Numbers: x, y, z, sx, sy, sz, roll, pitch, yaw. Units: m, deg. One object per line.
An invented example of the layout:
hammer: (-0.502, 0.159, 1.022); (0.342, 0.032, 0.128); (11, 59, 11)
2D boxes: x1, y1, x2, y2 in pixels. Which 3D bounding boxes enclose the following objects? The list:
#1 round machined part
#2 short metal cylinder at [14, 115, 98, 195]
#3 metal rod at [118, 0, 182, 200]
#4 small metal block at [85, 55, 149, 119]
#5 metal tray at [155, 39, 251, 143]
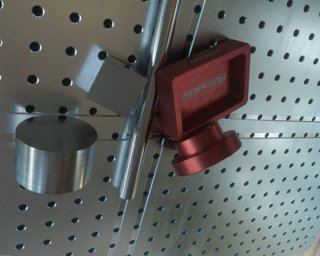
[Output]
round machined part: (0.058, 0.025, 0.426); (0.099, 0.098, 0.042); (-28, 91, -11)
short metal cylinder: (-0.111, 0.026, 0.332); (0.081, 0.080, 0.050); (-1, 119, -29)
metal rod: (-0.015, -0.036, 0.382); (0.025, 0.025, 0.298); (-1, 119, -29)
small metal block: (-0.048, -0.046, 0.346); (0.050, 0.025, 0.050); (27, 105, -14)
metal tray: (0.059, -0.049, 0.393); (0.131, 0.030, 0.089); (-28, 130, -27)
